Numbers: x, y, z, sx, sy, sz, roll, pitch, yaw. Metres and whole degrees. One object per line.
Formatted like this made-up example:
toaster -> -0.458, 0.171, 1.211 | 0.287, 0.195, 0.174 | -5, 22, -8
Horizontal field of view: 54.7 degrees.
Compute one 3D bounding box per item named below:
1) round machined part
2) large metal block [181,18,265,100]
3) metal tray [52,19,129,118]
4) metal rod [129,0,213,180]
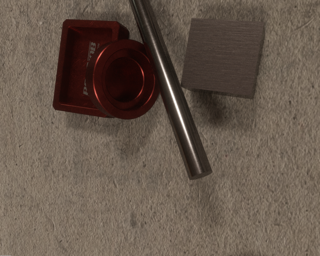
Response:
round machined part -> -0.050, -0.061, 0.395 | 0.042, 0.099, 0.097 | 12, 95, 50
large metal block -> 0.076, -0.081, 0.369 | 0.080, 0.050, 0.079 | 10, 93, 19
metal tray -> -0.099, -0.084, 0.439 | 0.090, 0.030, 0.129 | 9, 93, 19
metal rod -> -0.001, -0.084, 0.371 | 0.025, 0.025, 0.299 | -25, 68, 18
